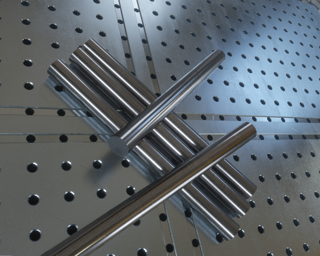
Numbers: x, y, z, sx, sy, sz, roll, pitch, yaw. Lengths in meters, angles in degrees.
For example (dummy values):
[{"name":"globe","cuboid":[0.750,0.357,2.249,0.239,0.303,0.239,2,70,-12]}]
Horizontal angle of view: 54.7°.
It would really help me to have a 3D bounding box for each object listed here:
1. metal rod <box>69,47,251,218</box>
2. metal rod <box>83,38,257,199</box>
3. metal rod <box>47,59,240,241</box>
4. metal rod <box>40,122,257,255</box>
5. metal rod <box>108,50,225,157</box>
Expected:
[{"name":"metal rod","cuboid":[-0.001,0.005,0.405,0.300,0.025,0.025,43,51,1]},{"name":"metal rod","cuboid":[0.012,-0.012,0.424,0.300,0.025,0.025,42,51,0]},{"name":"metal rod","cuboid":[-0.021,0.026,0.382,0.300,0.025,0.025,43,51,1]},{"name":"metal rod","cuboid":[0.005,0.067,0.345,0.302,0.025,0.025,-29,78,-29]},{"name":"metal rod","cuboid":[0.030,-0.053,0.432,0.025,0.025,0.302,44,43,1]}]
